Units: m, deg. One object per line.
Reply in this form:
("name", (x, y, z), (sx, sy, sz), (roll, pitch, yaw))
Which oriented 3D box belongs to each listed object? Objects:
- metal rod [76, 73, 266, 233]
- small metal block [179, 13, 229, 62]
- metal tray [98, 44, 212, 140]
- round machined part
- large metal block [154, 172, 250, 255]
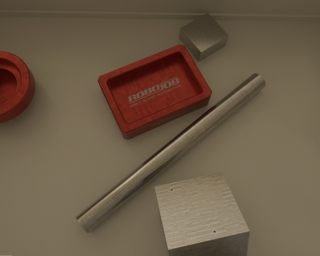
("metal rod", (0.023, 0.024, 0.401), (0.301, 0.025, 0.025), (-38, 75, -13))
("small metal block", (0.064, -0.135, 0.460), (0.050, 0.025, 0.050), (-33, 74, -12))
("metal tray", (-0.007, -0.051, 0.425), (0.131, 0.030, 0.090), (-24, 72, -9))
("round machined part", (-0.217, -0.051, 0.416), (0.099, 0.042, 0.098), (0, 70, -1))
("large metal block", (0.043, 0.102, 0.341), (0.081, 0.050, 0.080), (-11, 39, -5))
